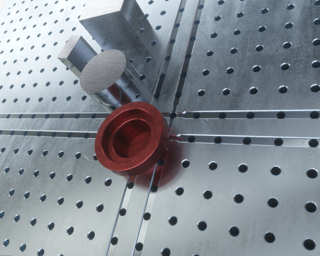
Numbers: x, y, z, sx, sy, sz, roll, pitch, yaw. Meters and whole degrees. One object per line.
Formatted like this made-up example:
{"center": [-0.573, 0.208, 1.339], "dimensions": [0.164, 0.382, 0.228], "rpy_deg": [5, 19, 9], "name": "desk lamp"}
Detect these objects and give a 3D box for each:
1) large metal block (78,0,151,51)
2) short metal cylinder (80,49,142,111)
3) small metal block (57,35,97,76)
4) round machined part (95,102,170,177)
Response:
{"center": [-0.073, -0.177, 0.520], "dimensions": [0.080, 0.080, 0.050], "rpy_deg": [-2, 61, 27], "name": "large metal block"}
{"center": [-0.075, -0.073, 0.477], "dimensions": [0.080, 0.050, 0.080], "rpy_deg": [-13, 56, 21], "name": "short metal cylinder"}
{"center": [-0.144, -0.127, 0.546], "dimensions": [0.025, 0.050, 0.050], "rpy_deg": [13, 68, 33], "name": "small metal block"}
{"center": [-0.032, 0.017, 0.404], "dimensions": [0.098, 0.042, 0.098], "rpy_deg": [-13, 56, 21], "name": "round machined part"}
